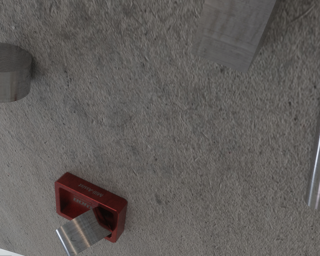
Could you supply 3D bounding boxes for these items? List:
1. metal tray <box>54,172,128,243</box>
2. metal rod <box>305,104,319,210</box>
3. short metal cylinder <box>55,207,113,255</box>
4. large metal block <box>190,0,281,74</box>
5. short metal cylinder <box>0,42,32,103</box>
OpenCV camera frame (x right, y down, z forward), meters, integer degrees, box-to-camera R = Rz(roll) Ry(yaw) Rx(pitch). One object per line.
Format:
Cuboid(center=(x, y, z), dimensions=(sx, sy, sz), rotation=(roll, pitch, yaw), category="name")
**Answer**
Cuboid(center=(-0.126, 0.143, 0.558), dimensions=(0.130, 0.030, 0.089), rotation=(21, 127, 15), category="metal tray")
Cuboid(center=(0.168, -0.043, 0.291), dimensions=(0.025, 0.025, 0.298), rotation=(7, 122, 24), category="metal rod")
Cuboid(center=(-0.127, 0.175, 0.522), dimensions=(0.080, 0.081, 0.050), rotation=(-40, 76, 39), category="short metal cylinder")
Cuboid(center=(0.073, -0.105, 0.268), dimensions=(0.050, 0.080, 0.079), rotation=(24, 127, 13), category="large metal block")
Cuboid(center=(-0.227, -0.080, 0.442), dimensions=(0.080, 0.080, 0.050), rotation=(28, 128, 10), category="short metal cylinder")
